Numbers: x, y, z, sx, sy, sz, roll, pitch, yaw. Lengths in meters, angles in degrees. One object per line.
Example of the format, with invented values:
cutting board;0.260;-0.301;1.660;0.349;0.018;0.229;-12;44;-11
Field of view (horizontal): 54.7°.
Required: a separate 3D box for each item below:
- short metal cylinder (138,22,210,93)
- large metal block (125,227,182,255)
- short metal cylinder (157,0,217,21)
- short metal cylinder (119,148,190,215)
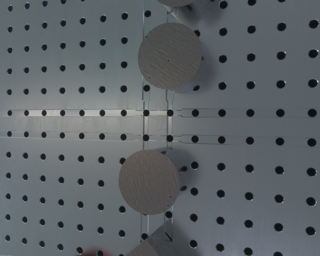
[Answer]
short metal cylinder;0.019;-0.086;0.392;0.080;0.050;0.080;0;90;20
large metal block;-0.012;0.192;0.403;0.080;0.050;0.080;-43;77;15
short metal cylinder;0.032;-0.183;0.388;0.080;0.050;0.080;0;90;20
short metal cylinder;-0.006;0.066;0.401;0.080;0.050;0.080;0;90;20
